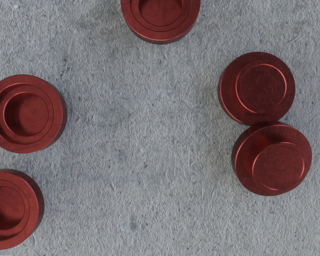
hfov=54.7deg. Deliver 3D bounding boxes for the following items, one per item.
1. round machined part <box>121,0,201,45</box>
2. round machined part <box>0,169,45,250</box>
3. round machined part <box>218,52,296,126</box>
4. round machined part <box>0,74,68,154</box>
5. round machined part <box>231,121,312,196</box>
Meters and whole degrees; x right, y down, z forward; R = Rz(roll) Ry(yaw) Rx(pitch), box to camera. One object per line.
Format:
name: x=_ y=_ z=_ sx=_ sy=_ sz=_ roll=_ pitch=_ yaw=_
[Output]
round machined part: x=0.001 y=-0.156 z=0.401 sx=0.099 sy=0.042 sz=0.097 roll=0 pitch=90 yaw=0
round machined part: x=-0.198 y=0.101 z=0.400 sx=0.099 sy=0.042 sz=0.097 roll=0 pitch=90 yaw=0
round machined part: x=0.128 y=-0.051 z=0.402 sx=0.099 sy=0.042 sz=0.097 roll=0 pitch=90 yaw=0
round machined part: x=-0.168 y=-0.017 z=0.400 sx=0.099 sy=0.042 sz=0.097 roll=0 pitch=90 yaw=0
round machined part: x=0.144 y=0.043 z=0.390 sx=0.099 sy=0.042 sz=0.097 roll=-1 pitch=107 yaw=-2
